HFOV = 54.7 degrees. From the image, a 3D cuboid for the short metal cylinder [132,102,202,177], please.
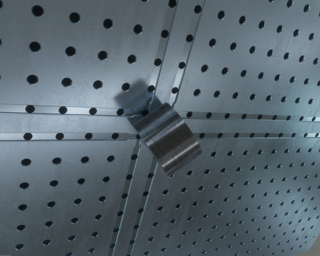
[{"bbox_3d":[0.008,0.015,0.390,0.050,0.080,0.080,-35,129,-6],"label":"short metal cylinder"}]
